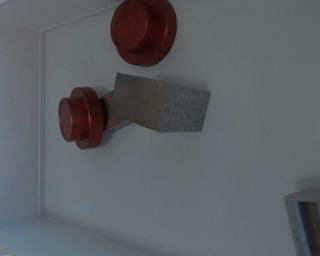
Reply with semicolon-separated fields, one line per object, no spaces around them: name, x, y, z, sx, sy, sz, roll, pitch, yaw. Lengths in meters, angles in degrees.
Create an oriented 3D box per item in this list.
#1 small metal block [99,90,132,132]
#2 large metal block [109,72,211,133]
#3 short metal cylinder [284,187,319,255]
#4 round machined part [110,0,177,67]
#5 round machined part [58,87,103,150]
small metal block;-0.066;-0.025;0.459;0.050;0.025;0.050;-25;75;37
large metal block;0.001;-0.030;0.369;0.080;0.081;0.050;20;103;38
short metal cylinder;0.147;0.076;0.249;0.080;0.081;0.050;-16;80;38
round machined part;-0.029;-0.134;0.418;0.098;0.042;0.097;0;90;39
round machined part;-0.127;-0.014;0.479;0.098;0.042;0.097;16;110;55
